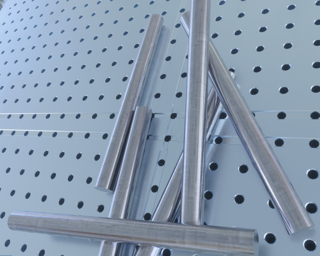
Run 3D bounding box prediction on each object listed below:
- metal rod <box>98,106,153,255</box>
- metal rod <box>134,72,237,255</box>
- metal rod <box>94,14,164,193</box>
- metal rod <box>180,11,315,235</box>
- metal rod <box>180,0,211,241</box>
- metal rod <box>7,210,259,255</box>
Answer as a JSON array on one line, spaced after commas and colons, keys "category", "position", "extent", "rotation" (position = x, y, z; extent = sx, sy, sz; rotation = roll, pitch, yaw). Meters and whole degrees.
[{"category": "metal rod", "position": [-0.050, 0.107, 0.369], "extent": [0.025, 0.025, 0.300], "rotation": [-3, 60, 27]}, {"category": "metal rod", "position": [0.024, 0.059, 0.359], "extent": [0.025, 0.025, 0.300], "rotation": [14, 69, 34]}, {"category": "metal rod", "position": [-0.039, -0.052, 0.461], "extent": [0.025, 0.025, 0.300], "rotation": [0, 61, 28]}, {"category": "metal rod", "position": [0.085, -0.029, 0.356], "extent": [0.025, 0.025, 0.299], "rotation": [-27, 60, 12]}, {"category": "metal rod", "position": [0.042, -0.026, 0.355], "extent": [0.025, 0.025, 0.299], "rotation": [-3, 75, 27]}, {"category": "metal rod", "position": [-0.051, 0.110, 0.334], "extent": [0.300, 0.025, 0.025], "rotation": [-4, 60, 26]}]
